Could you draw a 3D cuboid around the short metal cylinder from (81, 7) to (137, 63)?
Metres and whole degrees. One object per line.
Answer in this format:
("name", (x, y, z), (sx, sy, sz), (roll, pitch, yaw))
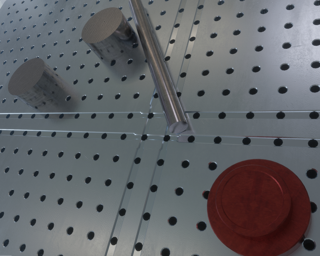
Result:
("short metal cylinder", (-0.087, -0.161, 0.537), (0.080, 0.050, 0.080), (-13, 56, 21))

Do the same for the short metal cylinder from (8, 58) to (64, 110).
("short metal cylinder", (-0.222, -0.078, 0.557), (0.080, 0.050, 0.080), (-13, 56, 21))

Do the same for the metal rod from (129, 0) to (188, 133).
("metal rod", (-0.011, -0.116, 0.485), (0.025, 0.025, 0.299), (-26, 53, 12))

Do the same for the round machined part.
("round machined part", (0.093, 0.075, 0.303), (0.098, 0.042, 0.098), (-13, 56, 21))
